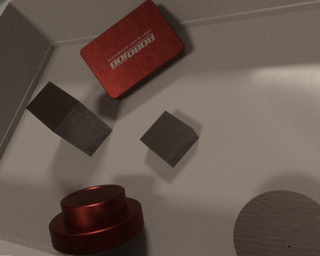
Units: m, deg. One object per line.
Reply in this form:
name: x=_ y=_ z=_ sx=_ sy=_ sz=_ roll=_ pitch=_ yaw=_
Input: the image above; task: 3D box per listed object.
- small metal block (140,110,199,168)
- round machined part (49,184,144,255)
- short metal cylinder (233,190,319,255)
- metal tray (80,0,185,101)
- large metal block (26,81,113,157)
small metal block: x=0.012 y=0.013 z=0.390 sx=0.050 sy=0.025 sz=0.050 roll=-49 pitch=52 yaw=-7
round machined part: x=-0.069 y=0.092 z=0.335 sx=0.098 sy=0.098 sz=0.042 roll=-5 pitch=97 yaw=25
short metal cylinder: x=0.110 y=0.101 z=0.270 sx=0.080 sy=0.050 sz=0.080 roll=-13 pitch=56 yaw=20
metal tray: x=-0.040 y=-0.113 z=0.460 sx=0.130 sy=0.030 sz=0.090 roll=-35 pitch=87 yaw=5
large metal block: x=-0.128 y=-0.012 z=0.443 sx=0.080 sy=0.080 sz=0.050 roll=31 pitch=79 yaw=37
